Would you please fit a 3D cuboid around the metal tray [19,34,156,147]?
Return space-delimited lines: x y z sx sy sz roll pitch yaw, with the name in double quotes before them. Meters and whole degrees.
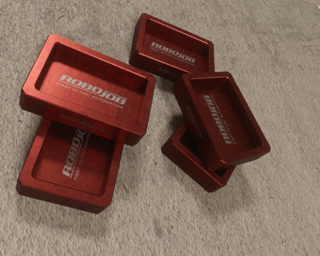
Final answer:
"metal tray" -0.074 -0.042 0.347 0.131 0.030 0.090 20 54 -17

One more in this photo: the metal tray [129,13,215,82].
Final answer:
"metal tray" 0.022 -0.118 0.485 0.131 0.030 0.090 17 55 -19

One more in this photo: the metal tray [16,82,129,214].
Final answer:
"metal tray" -0.089 0.019 0.341 0.091 0.030 0.130 20 54 -17

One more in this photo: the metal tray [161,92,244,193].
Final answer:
"metal tray" 0.072 0.013 0.432 0.090 0.030 0.131 41 51 -1

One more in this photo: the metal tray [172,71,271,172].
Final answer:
"metal tray" 0.081 -0.014 0.414 0.091 0.030 0.130 -9 66 -32
